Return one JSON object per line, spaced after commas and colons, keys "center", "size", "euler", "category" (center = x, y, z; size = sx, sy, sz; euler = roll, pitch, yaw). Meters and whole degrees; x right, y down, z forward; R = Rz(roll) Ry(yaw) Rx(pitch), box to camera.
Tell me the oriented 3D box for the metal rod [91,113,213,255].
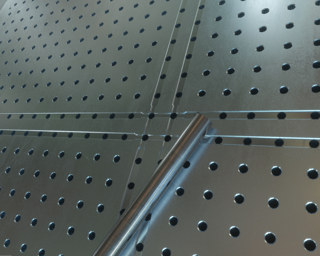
{"center": [-0.034, 0.107, 0.361], "size": [0.025, 0.025, 0.300], "euler": [29, 78, 37], "category": "metal rod"}
